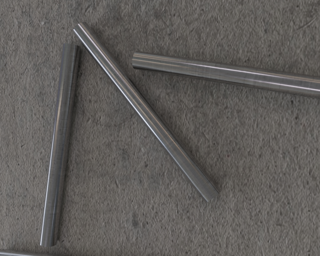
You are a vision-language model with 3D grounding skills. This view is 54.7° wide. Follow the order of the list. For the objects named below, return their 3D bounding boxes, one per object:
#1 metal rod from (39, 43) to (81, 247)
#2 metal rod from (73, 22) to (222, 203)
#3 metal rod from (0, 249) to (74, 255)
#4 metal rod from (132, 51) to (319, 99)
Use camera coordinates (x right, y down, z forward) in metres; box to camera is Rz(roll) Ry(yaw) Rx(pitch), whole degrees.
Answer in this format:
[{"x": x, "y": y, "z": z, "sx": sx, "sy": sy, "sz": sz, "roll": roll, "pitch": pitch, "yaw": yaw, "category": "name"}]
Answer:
[{"x": -0.149, "y": 0.027, "z": 0.461, "sx": 0.025, "sy": 0.025, "sz": 0.298, "roll": 9, "pitch": 93, "yaw": 20, "category": "metal rod"}, {"x": -0.024, "y": -0.029, "z": 0.417, "sx": 0.025, "sy": 0.025, "sz": 0.300, "roll": -42, "pitch": 77, "yaw": 15, "category": "metal rod"}, {"x": -0.117, "y": 0.200, "z": 0.450, "sx": 0.301, "sy": 0.025, "sz": 0.025, "roll": -3, "pitch": 89, "yaw": 19, "category": "metal rod"}, {"x": 0.107, "y": -0.061, "z": 0.371, "sx": 0.301, "sy": 0.025, "sz": 0.025, "roll": 13, "pitch": 94, "yaw": 19, "category": "metal rod"}]
